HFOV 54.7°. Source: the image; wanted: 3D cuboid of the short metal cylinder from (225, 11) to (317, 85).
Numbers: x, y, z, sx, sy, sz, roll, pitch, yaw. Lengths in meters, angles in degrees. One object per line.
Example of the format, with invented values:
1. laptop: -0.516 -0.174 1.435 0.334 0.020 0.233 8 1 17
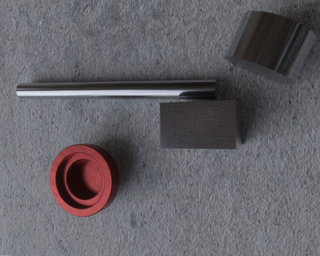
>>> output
1. short metal cylinder: 0.119 -0.086 0.338 0.080 0.080 0.050 25 98 18

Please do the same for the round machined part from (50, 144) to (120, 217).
1. round machined part: -0.100 0.070 0.434 0.098 0.042 0.097 0 90 19

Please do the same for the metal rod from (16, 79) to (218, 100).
1. metal rod: -0.072 -0.053 0.433 0.301 0.025 0.025 2 91 19

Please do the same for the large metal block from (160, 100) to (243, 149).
1. large metal block: 0.052 -0.003 0.361 0.080 0.080 0.050 -1 90 19
